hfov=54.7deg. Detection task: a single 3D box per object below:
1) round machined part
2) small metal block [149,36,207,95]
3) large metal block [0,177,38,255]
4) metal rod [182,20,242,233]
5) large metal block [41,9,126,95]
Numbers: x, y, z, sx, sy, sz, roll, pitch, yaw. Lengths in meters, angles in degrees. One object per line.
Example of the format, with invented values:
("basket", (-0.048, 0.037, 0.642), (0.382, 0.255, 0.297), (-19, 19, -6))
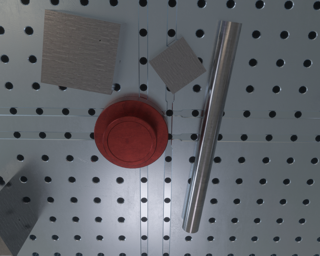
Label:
("round machined part", (-0.038, 0.011, 0.408), (0.099, 0.042, 0.097), (0, 110, 0))
("small metal block", (0.022, -0.078, 0.385), (0.050, 0.025, 0.050), (-35, 107, 12))
("large metal block", (-0.225, 0.128, 0.429), (0.050, 0.080, 0.080), (-18, 109, 6))
("metal rod", (0.066, 0.013, 0.418), (0.025, 0.025, 0.298), (7, 110, -3))
("large metal block", (-0.089, -0.090, 0.366), (0.081, 0.050, 0.079), (10, 110, -4))
